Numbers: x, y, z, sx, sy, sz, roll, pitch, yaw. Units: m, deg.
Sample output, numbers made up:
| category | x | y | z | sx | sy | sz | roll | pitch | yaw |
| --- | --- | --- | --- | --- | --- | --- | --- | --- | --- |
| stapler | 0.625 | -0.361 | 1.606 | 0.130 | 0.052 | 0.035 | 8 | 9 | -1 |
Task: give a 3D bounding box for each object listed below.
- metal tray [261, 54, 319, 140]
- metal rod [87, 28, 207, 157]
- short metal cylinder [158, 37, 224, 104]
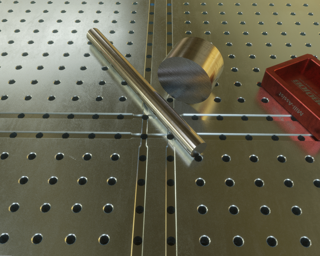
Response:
| category | x | y | z | sx | sy | sz | roll | pitch | yaw |
| --- | --- | --- | --- | --- | --- | --- | --- | --- | --- |
| metal tray | 0.223 | -0.049 | 0.446 | 0.091 | 0.030 | 0.130 | -21 | 53 | -17 |
| metal rod | -0.034 | -0.069 | 0.464 | 0.025 | 0.025 | 0.300 | -27 | 55 | -21 |
| short metal cylinder | 0.044 | -0.081 | 0.440 | 0.080 | 0.080 | 0.050 | 20 | 53 | 16 |
